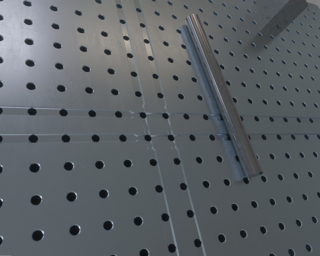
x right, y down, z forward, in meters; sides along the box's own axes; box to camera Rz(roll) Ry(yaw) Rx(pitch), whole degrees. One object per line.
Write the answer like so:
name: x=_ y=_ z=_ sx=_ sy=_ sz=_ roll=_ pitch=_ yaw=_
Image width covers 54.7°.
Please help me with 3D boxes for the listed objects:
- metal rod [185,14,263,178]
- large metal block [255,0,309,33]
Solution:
metal rod: x=0.096 y=-0.065 z=0.498 sx=0.025 sy=0.025 sz=0.299 roll=-2 pitch=63 yaw=-29
large metal block: x=0.264 y=-0.273 z=0.681 sx=0.050 sy=0.080 sz=0.080 roll=7 pitch=59 yaw=-25
